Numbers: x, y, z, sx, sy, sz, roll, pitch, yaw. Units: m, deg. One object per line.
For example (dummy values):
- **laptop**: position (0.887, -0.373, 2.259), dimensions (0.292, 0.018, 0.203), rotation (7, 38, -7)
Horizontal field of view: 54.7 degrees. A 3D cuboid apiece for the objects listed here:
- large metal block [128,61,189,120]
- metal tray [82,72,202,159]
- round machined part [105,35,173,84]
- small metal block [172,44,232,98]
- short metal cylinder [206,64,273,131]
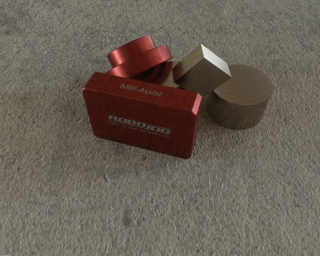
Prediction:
- **large metal block**: position (-0.003, -0.047, 0.430), dimensions (0.081, 0.050, 0.080), rotation (-1, 50, -1)
- **metal tray**: position (-0.021, -0.013, 0.373), dimensions (0.131, 0.090, 0.030), rotation (13, 52, 10)
- **round machined part**: position (-0.035, -0.097, 0.438), dimensions (0.099, 0.098, 0.042), rotation (-30, 100, -23)
- **small metal block**: position (0.052, -0.069, 0.388), dimensions (0.050, 0.050, 0.025), rotation (26, 43, -34)
- **short metal cylinder**: position (0.107, -0.043, 0.426), dimensions (0.081, 0.050, 0.080), rotation (0, 50, 0)
